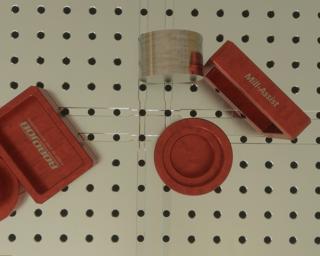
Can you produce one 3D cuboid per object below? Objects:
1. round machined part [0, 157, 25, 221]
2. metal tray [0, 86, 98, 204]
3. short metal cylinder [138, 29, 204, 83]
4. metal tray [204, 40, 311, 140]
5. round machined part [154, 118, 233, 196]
[{"bbox_3d":[-0.233,0.080,0.402,0.099,0.042,0.097,0,90,-1],"label":"round machined part"},{"bbox_3d":[-0.158,0.022,0.408,0.090,0.030,0.130,-37,90,-1],"label":"metal tray"},{"bbox_3d":[0.013,-0.086,0.386,0.081,0.080,0.050,-1,90,-1],"label":"short metal cylinder"},{"bbox_3d":[0.111,-0.042,0.382,0.130,0.090,0.030,44,90,-1],"label":"metal tray"},{"bbox_3d":[0.042,0.036,0.406,0.099,0.042,0.097,0,90,-1],"label":"round machined part"}]
